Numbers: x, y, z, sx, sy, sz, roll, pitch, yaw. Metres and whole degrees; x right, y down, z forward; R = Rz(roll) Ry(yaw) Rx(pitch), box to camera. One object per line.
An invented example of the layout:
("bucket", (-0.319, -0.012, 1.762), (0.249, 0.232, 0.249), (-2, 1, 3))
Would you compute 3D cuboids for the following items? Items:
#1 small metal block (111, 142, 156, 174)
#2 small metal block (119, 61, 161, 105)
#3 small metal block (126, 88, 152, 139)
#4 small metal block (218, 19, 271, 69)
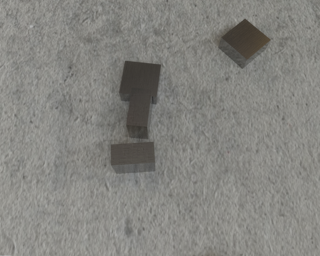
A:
("small metal block", (-0.032, 0.038, 0.381), (0.050, 0.050, 0.025), (-4, 70, -2))
("small metal block", (-0.026, -0.063, 0.431), (0.050, 0.025, 0.050), (7, 70, 2))
("small metal block", (-0.025, -0.018, 0.401), (0.025, 0.050, 0.050), (6, 70, 2))
("small metal block", (0.123, -0.124, 0.455), (0.050, 0.025, 0.050), (-40, 75, -14))
